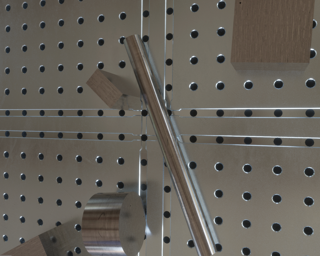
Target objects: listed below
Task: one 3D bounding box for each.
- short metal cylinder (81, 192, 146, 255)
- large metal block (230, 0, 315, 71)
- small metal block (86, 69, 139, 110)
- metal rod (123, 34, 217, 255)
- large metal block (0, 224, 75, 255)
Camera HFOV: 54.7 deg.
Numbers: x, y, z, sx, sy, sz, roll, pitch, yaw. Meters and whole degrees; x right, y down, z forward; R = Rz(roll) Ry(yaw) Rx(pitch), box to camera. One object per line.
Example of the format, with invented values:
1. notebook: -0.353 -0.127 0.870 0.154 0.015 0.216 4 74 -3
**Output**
1. short metal cylinder: -0.057 0.124 0.402 0.050 0.080 0.080 -6 88 19
2. large metal block: 0.128 -0.110 0.354 0.080 0.050 0.079 5 92 19
3. small metal block: -0.064 -0.051 0.421 0.050 0.050 0.025 45 104 14
4. metal rod: 0.011 0.018 0.407 0.025 0.025 0.299 -22 83 18
5. large metal block: -0.176 0.203 0.460 0.080 0.050 0.080 -30 81 17
